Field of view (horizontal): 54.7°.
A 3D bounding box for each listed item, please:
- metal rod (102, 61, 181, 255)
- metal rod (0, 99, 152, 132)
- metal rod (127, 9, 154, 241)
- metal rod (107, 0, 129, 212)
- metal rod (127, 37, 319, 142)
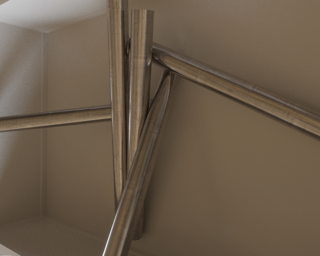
[{"bbox_3d":[-0.022,0.052,0.346,0.025,0.025,0.299,1,66,40],"label":"metal rod"},{"bbox_3d":[-0.152,-0.014,0.462,0.301,0.025,0.025,-5,87,17],"label":"metal rod"},{"bbox_3d":[-0.028,0.010,0.389,0.025,0.025,0.298,19,115,38],"label":"metal rod"},{"bbox_3d":[-0.051,-0.010,0.405,0.025,0.025,0.298,16,114,39],"label":"metal rod"},{"bbox_3d":[0.079,-0.040,0.322,0.300,0.025,0.025,31,109,29],"label":"metal rod"}]
